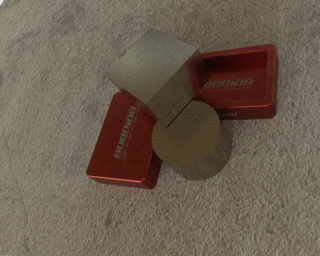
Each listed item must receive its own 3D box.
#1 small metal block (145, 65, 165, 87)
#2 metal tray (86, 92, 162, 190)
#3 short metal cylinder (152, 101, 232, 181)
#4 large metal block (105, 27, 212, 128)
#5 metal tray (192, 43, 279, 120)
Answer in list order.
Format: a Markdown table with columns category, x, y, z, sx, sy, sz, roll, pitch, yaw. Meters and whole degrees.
| category | x | y | z | sx | sy | sz | roll | pitch | yaw |
| --- | --- | --- | --- | --- | --- | --- | --- | --- | --- |
| small metal block | -0.006 | -0.061 | 0.430 | 0.050 | 0.050 | 0.025 | 1 | 62 | 28 |
| metal tray | -0.036 | 0.012 | 0.415 | 0.090 | 0.030 | 0.130 | 1 | 62 | 28 |
| short metal cylinder | 0.038 | 0.015 | 0.360 | 0.080 | 0.050 | 0.080 | -13 | 56 | 21 |
| large metal block | -0.002 | -0.061 | 0.361 | 0.080 | 0.050 | 0.080 | -48 | 51 | -6 |
| metal tray | 0.079 | -0.055 | 0.394 | 0.130 | 0.030 | 0.090 | -1 | 61 | 27 |
